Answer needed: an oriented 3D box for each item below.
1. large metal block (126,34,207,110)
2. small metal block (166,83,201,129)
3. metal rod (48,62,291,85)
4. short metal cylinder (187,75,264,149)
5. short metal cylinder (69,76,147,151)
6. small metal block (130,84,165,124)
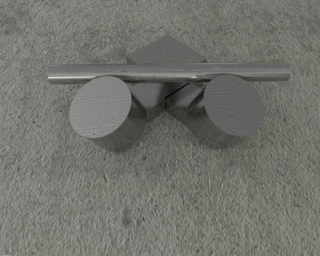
[{"bbox_3d":[0.009,-0.084,0.457,0.080,0.050,0.080,-35,58,-26],"label":"large metal block"},{"bbox_3d":[0.044,-0.031,0.430,0.050,0.025,0.050,-36,59,-26],"label":"small metal block"},{"bbox_3d":[0.013,-0.070,0.397,0.302,0.025,0.025,-1,50,-1],"label":"metal rod"},{"bbox_3d":[0.081,-0.019,0.387,0.081,0.050,0.080,7,68,-16],"label":"short metal cylinder"},{"bbox_3d":[-0.063,-0.017,0.383,0.080,0.050,0.080,-7,66,17],"label":"short metal cylinder"},{"bbox_3d":[-0.028,-0.032,0.431,0.050,0.025,0.050,-35,59,-27],"label":"small metal block"}]
